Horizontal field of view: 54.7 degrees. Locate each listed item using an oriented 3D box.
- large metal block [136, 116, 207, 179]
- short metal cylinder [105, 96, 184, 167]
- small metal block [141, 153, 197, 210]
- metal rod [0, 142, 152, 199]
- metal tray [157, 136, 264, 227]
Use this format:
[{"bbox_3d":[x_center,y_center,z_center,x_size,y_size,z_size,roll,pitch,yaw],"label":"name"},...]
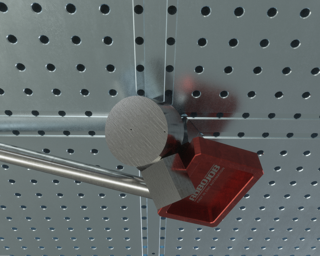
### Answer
[{"bbox_3d":[0.025,0.042,0.430,0.080,0.050,0.080,-28,125,21],"label":"large metal block"},{"bbox_3d":[-0.018,0.004,0.371,0.080,0.080,0.050,-28,168,21],"label":"short metal cylinder"},{"bbox_3d":[0.009,0.064,0.371,0.025,0.050,0.050,-15,164,-41],"label":"small metal block"},{"bbox_3d":[-0.142,0.049,0.413,0.302,0.025,0.025,13,130,3],"label":"metal rod"},{"bbox_3d":[0.060,0.076,0.404,0.091,0.030,0.129,16,128,-14],"label":"metal tray"}]
